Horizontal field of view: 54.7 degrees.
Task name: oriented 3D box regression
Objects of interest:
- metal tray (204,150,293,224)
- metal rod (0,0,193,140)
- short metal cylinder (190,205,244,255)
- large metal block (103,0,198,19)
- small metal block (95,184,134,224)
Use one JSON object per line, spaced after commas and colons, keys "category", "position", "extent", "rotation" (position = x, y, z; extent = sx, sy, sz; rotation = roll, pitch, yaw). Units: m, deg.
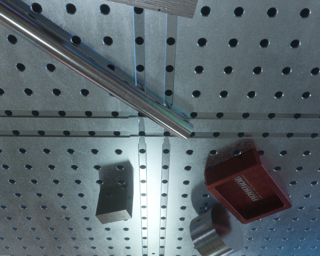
{"category": "metal tray", "position": [0.142, 0.098, 0.494], "extent": [0.090, 0.030, 0.130], "rotation": [-29, 125, 22]}
{"category": "metal rod", "position": [-0.079, -0.068, 0.352], "extent": [0.301, 0.025, 0.025], "rotation": [32, 123, -25]}
{"category": "short metal cylinder", "position": [0.097, 0.179, 0.530], "extent": [0.080, 0.080, 0.050], "rotation": [33, 122, -25]}
{"category": "large metal block", "position": [-0.002, -0.150, 0.267], "extent": [0.081, 0.050, 0.079], "rotation": [9, 130, -8]}
{"category": "small metal block", "position": [-0.072, 0.122, 0.498], "extent": [0.050, 0.050, 0.025], "rotation": [-14, 129, 11]}
